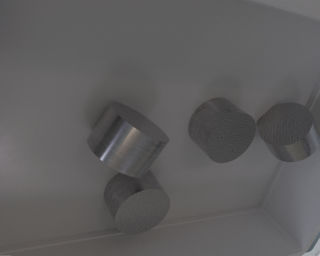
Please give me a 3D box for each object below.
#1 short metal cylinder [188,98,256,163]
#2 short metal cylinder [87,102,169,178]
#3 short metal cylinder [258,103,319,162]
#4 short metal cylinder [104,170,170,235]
[{"bbox_3d":[0.088,0.003,0.442,0.081,0.050,0.079,-14,124,-21],"label":"short metal cylinder"},{"bbox_3d":[-0.036,0.013,0.361,0.080,0.080,0.050,26,104,-37],"label":"short metal cylinder"},{"bbox_3d":[0.203,0.007,0.488,0.080,0.080,0.050,-43,129,1],"label":"short metal cylinder"},{"bbox_3d":[-0.033,0.102,0.438,0.081,0.050,0.079,-14,124,-21],"label":"short metal cylinder"}]
